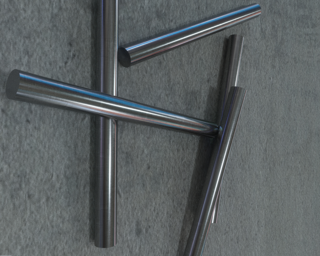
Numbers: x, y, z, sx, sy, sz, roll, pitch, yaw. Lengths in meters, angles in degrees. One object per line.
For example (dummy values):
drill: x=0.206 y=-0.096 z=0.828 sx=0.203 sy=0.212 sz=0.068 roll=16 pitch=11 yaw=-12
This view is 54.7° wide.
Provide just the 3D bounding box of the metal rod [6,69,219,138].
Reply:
metal rod: x=-0.020 y=-0.016 z=0.362 sx=0.302 sy=0.025 sz=0.025 roll=11 pitch=83 yaw=-48

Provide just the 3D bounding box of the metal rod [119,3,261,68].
metal rod: x=0.062 y=-0.146 z=0.458 sx=0.302 sy=0.025 sz=0.025 roll=-30 pitch=109 yaw=-36

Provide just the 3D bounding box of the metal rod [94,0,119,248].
metal rod: x=-0.061 y=-0.017 z=0.355 sx=0.025 sy=0.025 sz=0.298 roll=1 pitch=90 yaw=-40

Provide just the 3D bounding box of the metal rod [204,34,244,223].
metal rod: x=0.100 y=-0.004 z=0.491 sx=0.025 sy=0.025 sz=0.299 roll=17 pitch=79 yaw=-39

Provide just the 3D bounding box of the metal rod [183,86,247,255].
metal rod: x=0.076 y=0.083 z=0.452 sx=0.025 sy=0.025 sz=0.299 roll=22 pitch=82 yaw=-38
